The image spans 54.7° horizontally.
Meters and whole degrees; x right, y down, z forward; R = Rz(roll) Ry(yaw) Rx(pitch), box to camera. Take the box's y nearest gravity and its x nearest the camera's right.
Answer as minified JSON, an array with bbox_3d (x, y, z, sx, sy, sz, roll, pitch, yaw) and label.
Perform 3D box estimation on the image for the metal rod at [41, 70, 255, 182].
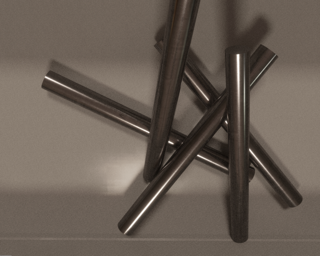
[{"bbox_3d":[-0.008,0.003,0.412,0.301,0.025,0.025,25,108,-10],"label":"metal rod"}]

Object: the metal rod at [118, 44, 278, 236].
[{"bbox_3d":[0.038,0.027,0.393,0.025,0.025,0.299,34,106,-12],"label":"metal rod"}]

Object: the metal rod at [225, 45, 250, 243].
[{"bbox_3d":[0.100,0.044,0.393,0.025,0.025,0.298,-9,124,3],"label":"metal rod"}]

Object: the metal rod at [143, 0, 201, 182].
[{"bbox_3d":[0.008,-0.035,0.332,0.025,0.025,0.298,7,136,-3],"label":"metal rod"}]

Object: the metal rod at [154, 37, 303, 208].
[{"bbox_3d":[0.099,0.000,0.412,0.025,0.025,0.300,-39,106,13],"label":"metal rod"}]
